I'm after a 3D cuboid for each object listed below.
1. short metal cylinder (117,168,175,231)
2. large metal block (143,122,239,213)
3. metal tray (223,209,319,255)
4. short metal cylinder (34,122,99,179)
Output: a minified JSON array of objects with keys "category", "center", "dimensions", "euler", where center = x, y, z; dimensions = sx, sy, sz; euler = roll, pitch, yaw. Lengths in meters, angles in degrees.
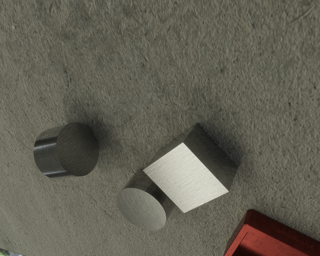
[{"category":"short metal cylinder","center":[-0.017,0.106,0.466],"dimensions":[0.080,0.050,0.079],"euler":[13,124,21]},{"category":"large metal block","center":[0.040,0.053,0.403],"dimensions":[0.080,0.050,0.080],"euler":[47,129,-5]},{"category":"metal tray","center":[0.164,0.177,0.426],"dimensions":[0.130,0.030,0.089],"euler":[25,127,12]},{"category":"short metal cylinder","center":[-0.139,0.035,0.466],"dimensions":[0.050,0.080,0.080],"euler":[-11,113,33]}]
